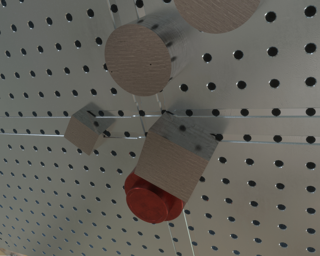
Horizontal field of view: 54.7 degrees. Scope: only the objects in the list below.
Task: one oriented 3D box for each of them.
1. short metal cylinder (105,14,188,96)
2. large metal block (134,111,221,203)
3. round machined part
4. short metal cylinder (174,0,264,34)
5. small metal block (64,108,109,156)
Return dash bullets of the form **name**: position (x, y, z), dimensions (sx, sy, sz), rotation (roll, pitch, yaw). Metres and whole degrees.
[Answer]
- **short metal cylinder**: position (-0.015, -0.082, 0.351), dimensions (0.080, 0.050, 0.079), rotation (13, 124, 20)
- **large metal block**: position (0.021, 0.038, 0.406), dimensions (0.080, 0.050, 0.079), rotation (28, 128, 10)
- **round machined part**: position (-0.012, 0.105, 0.470), dimensions (0.098, 0.042, 0.097), rotation (13, 124, 20)
- **short metal cylinder**: position (0.057, -0.132, 0.282), dimensions (0.080, 0.050, 0.079), rotation (13, 124, 20)
- **small metal block**: position (-0.113, 0.006, 0.473), dimensions (0.050, 0.025, 0.050), rotation (36, 129, 3)
